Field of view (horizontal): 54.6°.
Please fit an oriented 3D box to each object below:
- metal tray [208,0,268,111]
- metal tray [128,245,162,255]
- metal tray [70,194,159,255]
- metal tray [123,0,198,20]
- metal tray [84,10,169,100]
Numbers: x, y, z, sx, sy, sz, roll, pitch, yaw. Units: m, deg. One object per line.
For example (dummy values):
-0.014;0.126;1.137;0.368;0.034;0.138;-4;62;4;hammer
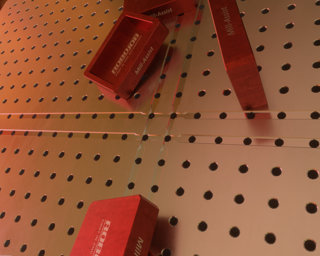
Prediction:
0.093;-0.097;0.377;0.030;0.090;0.130;-17;55;19;metal tray
-0.011;0.190;0.295;0.090;0.030;0.130;-42;51;-1;metal tray
-0.057;0.138;0.321;0.090;0.030;0.130;-18;42;39;metal tray
-0.001;-0.232;0.549;0.130;0.030;0.090;-12;57;21;metal tray
-0.055;-0.119;0.495;0.090;0.030;0.130;29;86;37;metal tray
